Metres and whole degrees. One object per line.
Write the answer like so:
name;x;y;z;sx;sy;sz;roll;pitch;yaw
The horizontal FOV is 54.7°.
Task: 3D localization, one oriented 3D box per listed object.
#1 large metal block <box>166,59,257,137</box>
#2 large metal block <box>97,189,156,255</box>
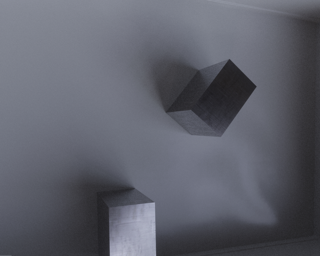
large metal block;0.064;-0.036;0.405;0.050;0.080;0.080;41;77;-16
large metal block;-0.042;0.121;0.366;0.050;0.080;0.080;-1;91;-20
